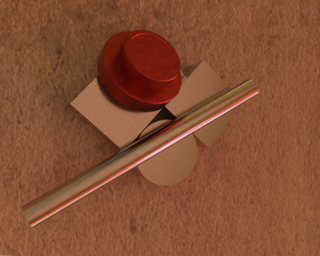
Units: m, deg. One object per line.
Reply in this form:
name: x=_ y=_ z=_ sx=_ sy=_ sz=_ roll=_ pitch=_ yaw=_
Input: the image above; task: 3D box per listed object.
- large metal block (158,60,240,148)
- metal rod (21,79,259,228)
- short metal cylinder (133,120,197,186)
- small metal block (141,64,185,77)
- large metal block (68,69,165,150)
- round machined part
large metal block: x=0.050 y=-0.031 z=0.417 sx=0.080 sy=0.050 sz=0.080 roll=43 pitch=76 yaw=-15
metal rod: x=-0.007 y=0.018 z=0.355 sx=0.302 sy=0.025 sz=0.025 roll=-29 pitch=100 yaw=-18
short metal cylinder: x=0.000 y=0.030 z=0.397 sx=0.081 sy=0.050 sz=0.079 roll=0 pitch=90 yaw=-21
small metal block: x=-0.005 y=-0.069 z=0.408 sx=0.050 sy=0.025 sz=0.050 roll=45 pitch=76 yaw=-15
large metal block: x=-0.052 y=-0.029 z=0.377 sx=0.080 sy=0.050 sz=0.080 roll=44 pitch=76 yaw=-15
round machined part: x=-0.016 y=-0.070 z=0.349 sx=0.099 sy=0.042 sz=0.098 roll=15 pitch=57 yaw=-25
